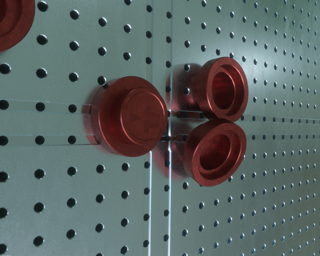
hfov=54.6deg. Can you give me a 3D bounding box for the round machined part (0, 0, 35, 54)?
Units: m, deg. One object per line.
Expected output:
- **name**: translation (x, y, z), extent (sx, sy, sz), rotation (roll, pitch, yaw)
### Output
- **round machined part**: translation (-0.163, -0.108, 0.261), extent (0.099, 0.042, 0.097), rotation (0, 90, -40)

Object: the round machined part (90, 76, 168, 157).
- **round machined part**: translation (-0.029, -0.014, 0.372), extent (0.099, 0.042, 0.097), rotation (0, 90, -40)

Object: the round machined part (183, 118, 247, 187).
- **round machined part**: translation (0.073, 0.031, 0.444), extent (0.099, 0.042, 0.097), rotation (-14, 119, -28)

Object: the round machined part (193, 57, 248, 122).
- **round machined part**: translation (0.088, -0.056, 0.470), extent (0.099, 0.042, 0.097), rotation (0, 90, -40)
